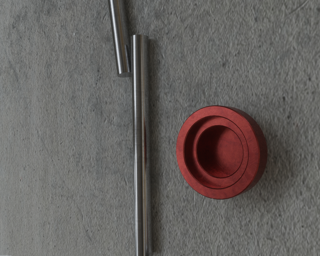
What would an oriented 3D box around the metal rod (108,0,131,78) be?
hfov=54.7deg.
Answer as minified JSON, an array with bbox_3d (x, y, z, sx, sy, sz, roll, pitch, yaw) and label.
[{"bbox_3d":[-0.070,-0.223,0.462,0.025,0.025,0.298,-14,81,39],"label":"metal rod"}]

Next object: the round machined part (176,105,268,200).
[{"bbox_3d":[0.069,0.025,0.337,0.098,0.042,0.097,0,90,40],"label":"round machined part"}]

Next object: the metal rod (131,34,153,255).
[{"bbox_3d":[-0.025,0.024,0.425,0.025,0.025,0.298,-2,89,40],"label":"metal rod"}]
